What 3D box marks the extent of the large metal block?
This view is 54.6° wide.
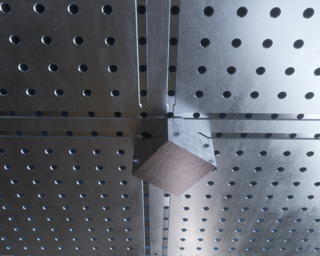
[{"bbox_3d":[0.018,0.041,0.430,0.080,0.050,0.080,30,124,-23],"label":"large metal block"}]
